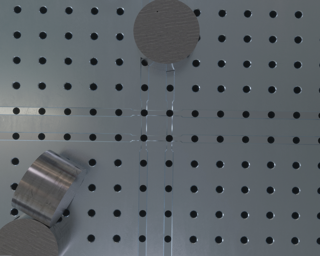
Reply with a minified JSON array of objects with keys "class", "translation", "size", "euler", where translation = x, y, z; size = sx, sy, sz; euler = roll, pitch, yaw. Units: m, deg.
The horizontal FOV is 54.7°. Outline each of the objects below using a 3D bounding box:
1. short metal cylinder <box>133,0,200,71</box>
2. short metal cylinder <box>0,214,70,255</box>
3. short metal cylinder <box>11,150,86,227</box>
[{"class":"short metal cylinder","translation":[0.008,-0.118,0.401],"size":[0.081,0.050,0.079],"euler":[0,90,0]},{"class":"short metal cylinder","translation":[-0.164,0.149,0.400],"size":[0.081,0.050,0.079],"euler":[0,90,0]},{"class":"short metal cylinder","translation":[-0.135,0.074,0.385],"size":[0.050,0.080,0.080],"euler":[29,90,0]}]
